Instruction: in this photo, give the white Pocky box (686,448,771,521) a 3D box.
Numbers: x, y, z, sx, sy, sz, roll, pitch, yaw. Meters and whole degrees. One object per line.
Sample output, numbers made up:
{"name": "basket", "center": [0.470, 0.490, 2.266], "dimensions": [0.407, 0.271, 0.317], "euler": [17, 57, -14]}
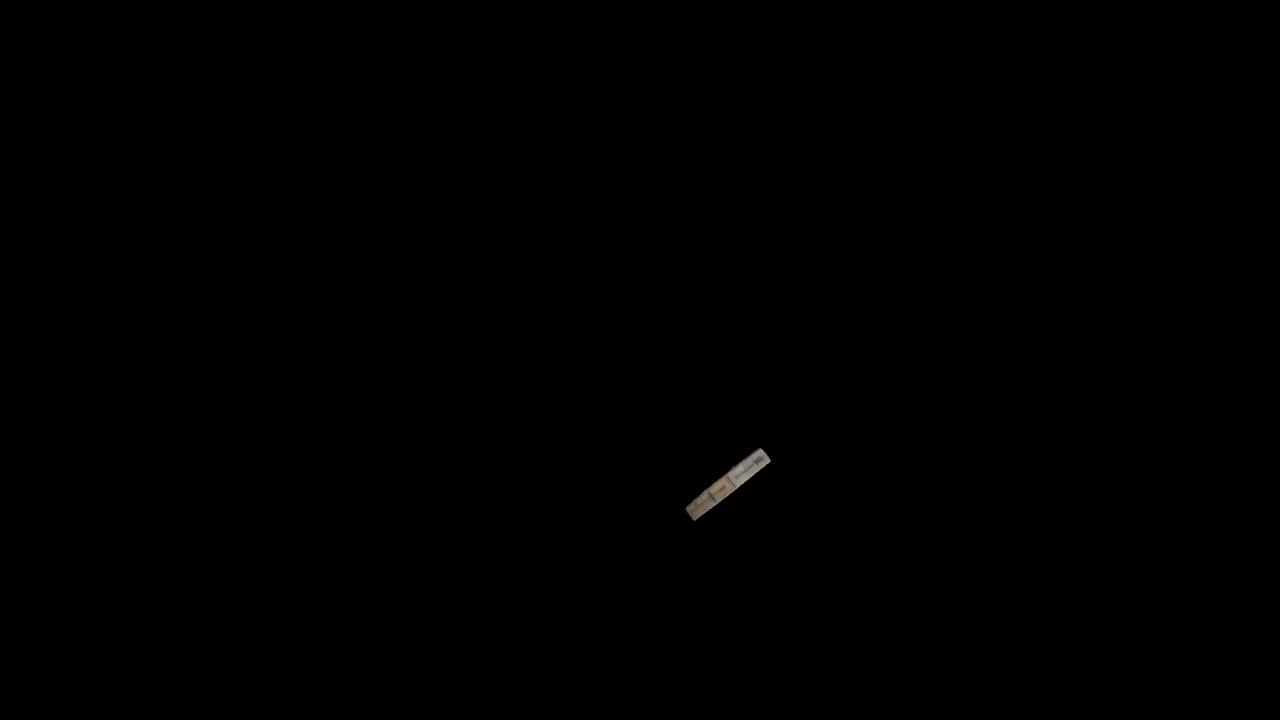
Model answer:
{"name": "white Pocky box", "center": [0.132, 0.192, 0.946], "dimensions": [0.084, 0.028, 0.154], "euler": [-30, -16, -34]}
